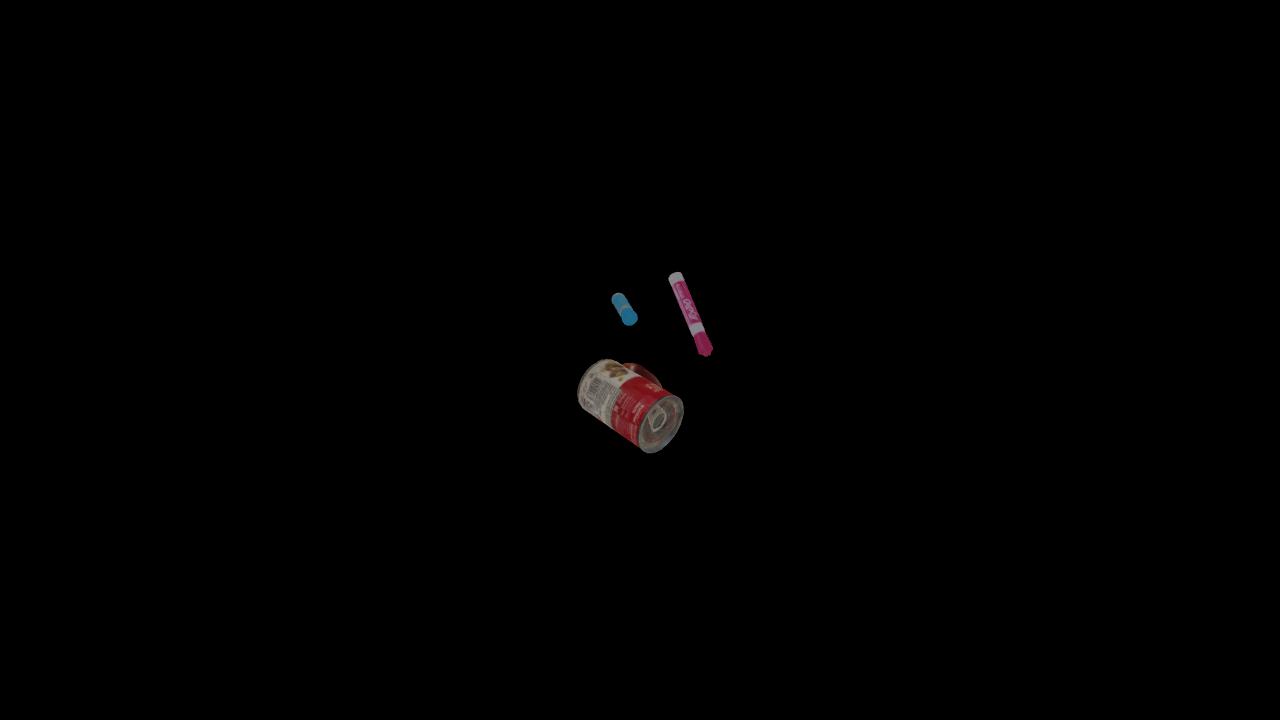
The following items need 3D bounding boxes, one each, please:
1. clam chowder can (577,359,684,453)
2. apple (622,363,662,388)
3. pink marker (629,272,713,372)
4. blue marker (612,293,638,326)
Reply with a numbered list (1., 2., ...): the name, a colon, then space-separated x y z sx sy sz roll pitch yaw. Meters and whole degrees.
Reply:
1. clam chowder can: -0.012 0.048 0.669 0.102 0.068 0.068 29 18 37
2. apple: -0.009 0.048 0.699 0.079 0.093 0.079 -34 22 16
3. pink marker: 0.063 -0.057 0.756 0.020 0.121 0.020 -15 -29 -8
4. blue marker: -0.020 -0.064 0.763 0.020 0.020 0.121 0 16 -9
